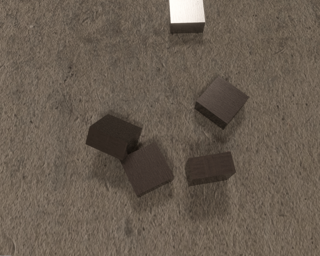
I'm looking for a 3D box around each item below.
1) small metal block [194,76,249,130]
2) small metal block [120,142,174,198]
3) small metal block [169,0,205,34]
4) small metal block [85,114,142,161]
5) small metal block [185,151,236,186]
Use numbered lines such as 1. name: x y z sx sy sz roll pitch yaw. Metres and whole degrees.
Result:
1. small metal block: 0.083 -0.034 0.422 0.050 0.025 0.050 38 74 12
2. small metal block: -0.017 0.053 0.389 0.050 0.025 0.050 -25 72 -9
3. small metal block: 0.040 -0.173 0.472 0.050 0.025 0.050 -2 70 -1
4. small metal block: -0.057 0.010 0.389 0.050 0.050 0.025 23 115 8
5. small metal block: 0.059 0.051 0.377 0.050 0.050 0.025 -9 71 -4
